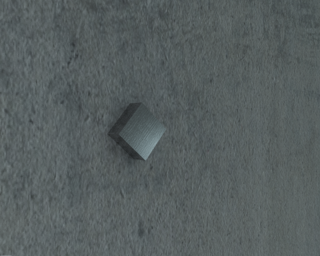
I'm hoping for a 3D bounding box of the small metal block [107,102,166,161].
[{"bbox_3d":[-0.027,0.004,0.381,0.050,0.025,0.050,48,62,-29],"label":"small metal block"}]
